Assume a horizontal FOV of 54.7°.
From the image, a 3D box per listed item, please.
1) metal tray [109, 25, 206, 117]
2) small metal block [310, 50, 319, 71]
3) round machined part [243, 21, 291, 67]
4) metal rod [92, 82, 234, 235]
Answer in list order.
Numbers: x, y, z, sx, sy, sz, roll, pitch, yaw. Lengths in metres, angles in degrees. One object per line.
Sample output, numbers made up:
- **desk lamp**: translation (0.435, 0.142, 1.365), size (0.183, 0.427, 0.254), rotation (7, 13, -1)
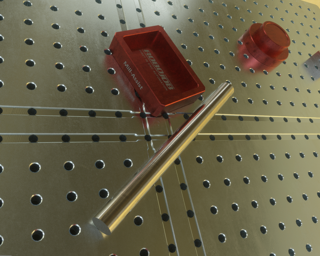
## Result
- **metal tray**: translation (-0.004, -0.088, 0.455), size (0.091, 0.030, 0.130), rotation (-24, 75, -36)
- **small metal block**: translation (0.377, -0.151, 0.703), size (0.050, 0.025, 0.050), rotation (-19, 72, -35)
- **round machined part**: translation (0.221, -0.175, 0.623), size (0.099, 0.042, 0.098), rotation (13, 56, -21)
- **metal rod**: translation (0.025, 0.018, 0.409), size (0.025, 0.025, 0.302), rotation (44, 51, 2)
